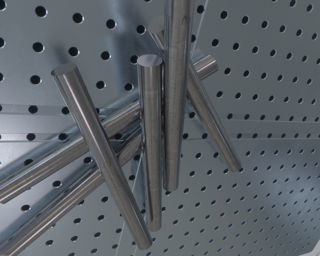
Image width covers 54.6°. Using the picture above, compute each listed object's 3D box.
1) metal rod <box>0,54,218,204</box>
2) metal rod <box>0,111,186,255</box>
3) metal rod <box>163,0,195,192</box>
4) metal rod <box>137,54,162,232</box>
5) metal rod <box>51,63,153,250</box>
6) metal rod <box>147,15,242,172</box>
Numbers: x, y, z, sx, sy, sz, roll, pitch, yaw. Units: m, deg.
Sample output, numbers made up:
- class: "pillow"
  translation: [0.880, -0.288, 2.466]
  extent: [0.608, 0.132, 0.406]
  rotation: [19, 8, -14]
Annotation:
- class: "metal rod"
  translation: [-0.059, -0.003, 0.376]
  extent: [0.301, 0.025, 0.025]
  rotation: [-32, 129, -7]
- class: "metal rod"
  translation: [-0.089, 0.068, 0.403]
  extent: [0.300, 0.025, 0.025]
  rotation: [-40, 129, -1]
- class: "metal rod"
  translation: [0.016, -0.012, 0.361]
  extent: [0.025, 0.025, 0.298]
  rotation: [-20, 142, -17]
- class: "metal rod"
  translation: [-0.010, 0.045, 0.404]
  extent: [0.025, 0.025, 0.298]
  rotation: [-17, 134, -18]
- class: "metal rod"
  translation: [-0.057, 0.059, 0.382]
  extent: [0.025, 0.025, 0.299]
  rotation: [-26, 128, -12]
- class: "metal rod"
  translation: [0.061, -0.019, 0.407]
  extent: [0.025, 0.025, 0.300]
  rotation: [-39, 137, -2]
